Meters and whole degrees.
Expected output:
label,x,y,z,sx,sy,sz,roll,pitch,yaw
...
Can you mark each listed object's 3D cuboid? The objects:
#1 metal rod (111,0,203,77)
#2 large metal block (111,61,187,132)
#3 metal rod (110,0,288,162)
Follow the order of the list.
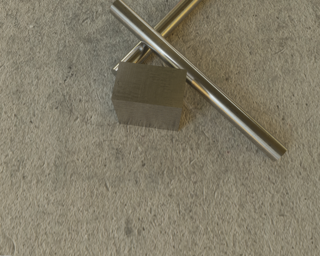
label,x,y,z,sx,sy,sz,roll,pitch,yaw
metal rod,0.035,-0.183,0.475,0.025,0.025,0.301,37,74,12
large metal block,-0.012,-0.037,0.392,0.080,0.080,0.050,8,70,2
metal rod,0.046,-0.068,0.416,0.300,0.025,0.025,43,75,7
